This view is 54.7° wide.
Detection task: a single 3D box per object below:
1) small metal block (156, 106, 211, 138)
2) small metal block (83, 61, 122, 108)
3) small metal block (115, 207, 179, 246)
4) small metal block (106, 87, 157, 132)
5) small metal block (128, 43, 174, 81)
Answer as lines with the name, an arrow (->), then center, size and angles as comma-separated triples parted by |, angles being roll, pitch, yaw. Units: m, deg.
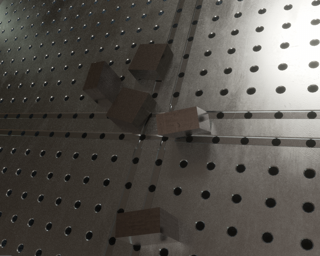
small metal block -> 0.029, -0.005, 0.375 | 0.050, 0.050, 0.025 | -11, 80, 22
small metal block -> -0.087, -0.066, 0.477 | 0.025, 0.050, 0.050 | -4, 60, 26
small metal block -> -0.012, 0.107, 0.332 | 0.050, 0.050, 0.025 | -14, 56, 20
small metal block -> -0.041, -0.028, 0.445 | 0.050, 0.025, 0.050 | 17, 70, 34
small metal block -> -0.014, -0.102, 0.476 | 0.050, 0.025, 0.050 | 8, 66, 31
